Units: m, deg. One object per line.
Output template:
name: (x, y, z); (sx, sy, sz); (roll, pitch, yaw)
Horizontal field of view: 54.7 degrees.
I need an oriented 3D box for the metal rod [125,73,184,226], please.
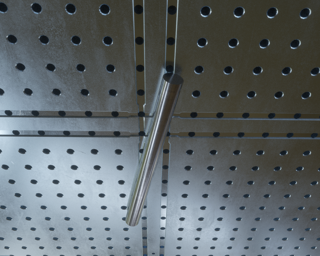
metal rod: (-0.017, 0.053, 0.456); (0.025, 0.025, 0.298); (9, 130, -8)
